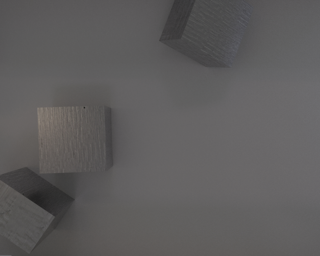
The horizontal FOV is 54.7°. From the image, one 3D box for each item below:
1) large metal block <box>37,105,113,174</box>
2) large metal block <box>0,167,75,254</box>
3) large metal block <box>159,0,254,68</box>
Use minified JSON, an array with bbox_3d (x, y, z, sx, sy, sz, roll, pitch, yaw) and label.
[{"bbox_3d":[-0.106,0.014,0.398,0.081,0.050,0.080,-2,90,0],"label":"large metal block"},{"bbox_3d":[-0.164,0.096,0.383,0.080,0.080,0.050,34,90,0],"label":"large metal block"},{"bbox_3d":[0.057,-0.128,0.382,0.080,0.050,0.080,21,90,-31],"label":"large metal block"}]
